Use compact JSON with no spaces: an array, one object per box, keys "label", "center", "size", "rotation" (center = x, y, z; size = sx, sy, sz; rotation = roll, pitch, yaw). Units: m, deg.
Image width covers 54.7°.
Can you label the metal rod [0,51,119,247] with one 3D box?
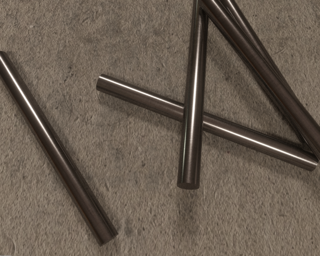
[{"label":"metal rod","center":[-0.145,0.015,0.400],"size":[0.025,0.025,0.299],"rotation":[-33,74,-12]}]

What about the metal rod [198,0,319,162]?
[{"label":"metal rod","center":[0.141,-0.066,0.406],"size":[0.025,0.025,0.299],"rotation":[-29,74,-10]}]

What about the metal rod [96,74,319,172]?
[{"label":"metal rod","center":[0.057,-0.010,0.412],"size":[0.301,0.025,0.025],"rotation":[21,71,7]}]

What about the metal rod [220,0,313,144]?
[{"label":"metal rod","center":[0.139,-0.114,0.451],"size":[0.025,0.025,0.299],"rotation":[-22,72,-8]}]

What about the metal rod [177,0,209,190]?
[{"label":"metal rod","center":[0.048,-0.067,0.412],"size":[0.025,0.025,0.299],"rotation":[6,62,2]}]
